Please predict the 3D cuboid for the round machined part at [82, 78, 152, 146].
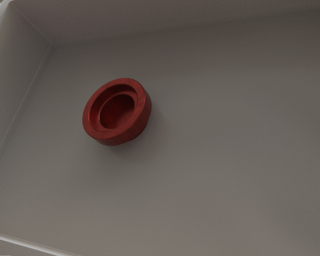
[{"bbox_3d":[-0.055,-0.019,0.434,0.098,0.042,0.098,-13,56,20],"label":"round machined part"}]
